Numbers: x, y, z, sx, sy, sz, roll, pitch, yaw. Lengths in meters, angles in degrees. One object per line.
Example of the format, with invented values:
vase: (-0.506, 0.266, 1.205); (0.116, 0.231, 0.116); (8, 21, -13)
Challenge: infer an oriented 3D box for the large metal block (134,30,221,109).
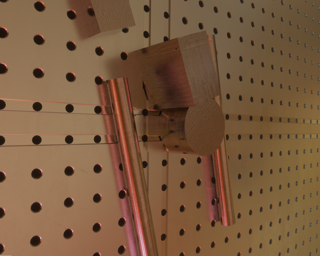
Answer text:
large metal block: (0.022, -0.071, 0.393); (0.050, 0.080, 0.080); (-27, 107, -37)

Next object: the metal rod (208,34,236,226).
metal rod: (0.090, 0.007, 0.487); (0.025, 0.025, 0.298); (-13, 99, -40)

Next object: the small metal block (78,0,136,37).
small metal block: (-0.062, -0.137, 0.359); (0.050, 0.025, 0.050); (-27, 107, -37)

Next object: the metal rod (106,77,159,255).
metal rod: (-0.027, 0.087, 0.388); (0.025, 0.025, 0.298); (-16, 100, -39)

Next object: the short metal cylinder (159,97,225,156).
short metal cylinder: (0.046, -0.003, 0.433); (0.081, 0.050, 0.079); (0, 90, -40)
